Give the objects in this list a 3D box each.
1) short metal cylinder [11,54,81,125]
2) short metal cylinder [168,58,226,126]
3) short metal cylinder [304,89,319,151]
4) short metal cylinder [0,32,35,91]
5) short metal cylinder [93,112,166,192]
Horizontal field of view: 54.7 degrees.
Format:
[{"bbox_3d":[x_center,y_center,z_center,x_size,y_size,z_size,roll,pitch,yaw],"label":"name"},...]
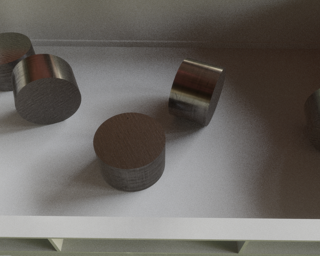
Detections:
[{"bbox_3d":[-0.150,-0.050,0.411,0.081,0.080,0.050,-17,52,-14],"label":"short metal cylinder"},{"bbox_3d":[0.050,-0.047,0.409,0.050,0.080,0.080,19,53,15],"label":"short metal cylinder"},{"bbox_3d":[0.224,-0.010,0.379,0.080,0.080,0.050,7,51,5],"label":"short metal cylinder"},{"bbox_3d":[-0.231,-0.102,0.473,0.080,0.050,0.080,0,50,0],"label":"short metal cylinder"},{"bbox_3d":[-0.034,0.028,0.365,0.080,0.050,0.080,0,50,0],"label":"short metal cylinder"}]
